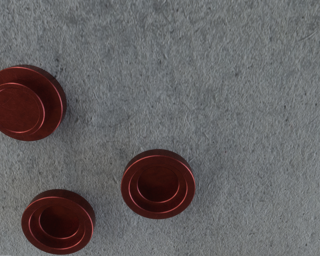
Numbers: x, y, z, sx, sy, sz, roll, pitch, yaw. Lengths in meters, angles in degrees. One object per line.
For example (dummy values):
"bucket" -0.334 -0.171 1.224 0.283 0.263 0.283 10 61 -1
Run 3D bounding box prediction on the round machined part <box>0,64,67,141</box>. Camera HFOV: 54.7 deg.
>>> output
"round machined part" -0.172 -0.028 0.389 0.099 0.042 0.097 0 110 0

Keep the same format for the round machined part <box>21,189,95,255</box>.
"round machined part" -0.142 0.130 0.447 0.099 0.042 0.097 0 110 0

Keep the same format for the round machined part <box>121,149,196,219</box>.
"round machined part" -0.002 0.073 0.427 0.099 0.042 0.097 0 110 0
